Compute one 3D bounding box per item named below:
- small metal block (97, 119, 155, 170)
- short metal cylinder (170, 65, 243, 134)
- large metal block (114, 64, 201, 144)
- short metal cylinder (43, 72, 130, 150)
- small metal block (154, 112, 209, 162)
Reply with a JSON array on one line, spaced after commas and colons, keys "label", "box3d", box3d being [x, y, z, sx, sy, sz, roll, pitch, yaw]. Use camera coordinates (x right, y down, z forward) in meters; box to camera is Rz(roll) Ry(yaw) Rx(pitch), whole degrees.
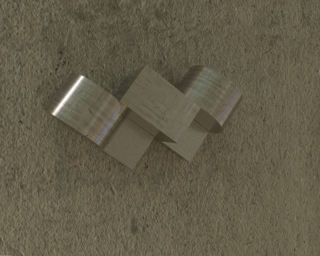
[{"label": "small metal block", "box3d": [-0.044, 0.018, 0.395, 0.050, 0.025, 0.050, 37, 78, -17]}, {"label": "short metal cylinder", "box3d": [0.059, -0.036, 0.403, 0.080, 0.080, 0.050, 37, 78, -17]}, {"label": "large metal block", "box3d": [-0.011, -0.026, 0.378, 0.080, 0.080, 0.050, 37, 78, -17]}, {"label": "short metal cylinder", "box3d": [-0.082, -0.018, 0.351, 0.080, 0.080, 0.050, 37, 78, -17]}, {"label": "small metal block", "box3d": [0.030, 0.011, 0.422, 0.050, 0.025, 0.050, 37, 78, -17]}]
